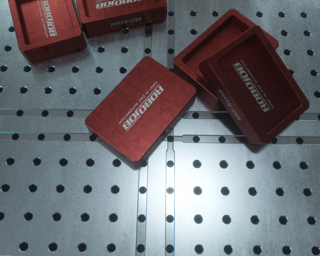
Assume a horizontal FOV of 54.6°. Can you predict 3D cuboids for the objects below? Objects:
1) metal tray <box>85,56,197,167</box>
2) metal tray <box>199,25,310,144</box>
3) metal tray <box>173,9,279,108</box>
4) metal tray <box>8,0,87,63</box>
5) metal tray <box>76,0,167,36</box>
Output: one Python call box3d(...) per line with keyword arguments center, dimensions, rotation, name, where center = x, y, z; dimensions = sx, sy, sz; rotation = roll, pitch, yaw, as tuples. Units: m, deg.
box3d(center=(-0.024, -0.024, 0.418), dimensions=(0.090, 0.030, 0.130), rotation=(37, 74, 12), name="metal tray")
box3d(center=(0.123, -0.055, 0.403), dimensions=(0.090, 0.030, 0.130), rotation=(-37, 96, -15), name="metal tray")
box3d(center=(0.094, -0.102, 0.446), dimensions=(0.090, 0.030, 0.130), rotation=(43, 75, 14), name="metal tray")
box3d(center=(-0.173, -0.171, 0.470), dimensions=(0.090, 0.030, 0.130), rotation=(-18, 71, -7), name="metal tray")
box3d(center=(-0.062, -0.201, 0.482), dimensions=(0.131, 0.030, 0.090), rotation=(-14, 71, -5), name="metal tray")
